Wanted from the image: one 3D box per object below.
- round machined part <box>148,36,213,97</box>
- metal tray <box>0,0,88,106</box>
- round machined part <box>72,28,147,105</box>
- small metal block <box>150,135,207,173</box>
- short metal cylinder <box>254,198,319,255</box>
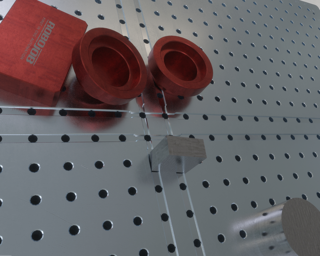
[{"bbox_3d":[0.027,-0.087,0.465,0.099,0.042,0.098,14,56,-21],"label":"round machined part"},{"bbox_3d":[-0.152,-0.099,0.384,0.091,0.030,0.130,20,54,-16],"label":"metal tray"},{"bbox_3d":[-0.067,-0.074,0.395,0.099,0.042,0.098,21,56,-36],"label":"round machined part"},{"bbox_3d":[0.021,0.034,0.383,0.050,0.050,0.025,7,59,-25],"label":"small metal block"},{"bbox_3d":[0.171,0.137,0.401,0.081,0.050,0.080,14,56,-21],"label":"short metal cylinder"}]
